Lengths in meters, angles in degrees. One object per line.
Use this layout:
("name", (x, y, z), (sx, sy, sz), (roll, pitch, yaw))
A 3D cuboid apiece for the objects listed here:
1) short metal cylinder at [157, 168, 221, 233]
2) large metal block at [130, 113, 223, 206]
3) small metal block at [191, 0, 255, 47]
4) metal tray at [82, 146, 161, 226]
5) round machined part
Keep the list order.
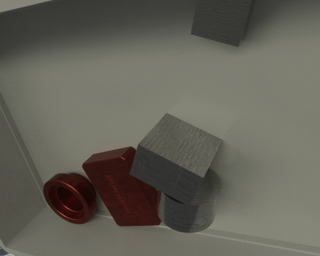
("short metal cylinder", (0.037, 0.089, 0.408), (0.080, 0.080, 0.050), (16, 125, 19))
("large metal block", (0.021, 0.035, 0.383), (0.080, 0.080, 0.050), (27, 128, 11))
("small metal block", (0.063, -0.114, 0.305), (0.050, 0.025, 0.050), (20, 126, 15))
("metal tray", (-0.055, 0.097, 0.493), (0.090, 0.030, 0.129), (-14, 112, 33))
("round machined part", (-0.153, 0.119, 0.550), (0.098, 0.042, 0.097), (13, 124, 20))
